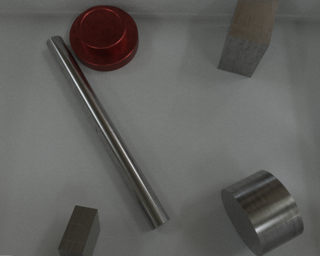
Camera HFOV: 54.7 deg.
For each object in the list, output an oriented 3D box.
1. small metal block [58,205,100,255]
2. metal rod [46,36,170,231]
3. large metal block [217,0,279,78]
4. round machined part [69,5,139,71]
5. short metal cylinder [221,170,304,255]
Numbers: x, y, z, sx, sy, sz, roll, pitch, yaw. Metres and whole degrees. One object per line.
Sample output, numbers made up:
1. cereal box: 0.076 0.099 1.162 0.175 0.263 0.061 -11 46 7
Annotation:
1. small metal block: -0.087 0.122 0.342 0.025 0.050 0.050 10 45 3
2. metal rod: -0.076 -0.005 0.410 0.025 0.025 0.299 -30 73 -11
3. large metal block: 0.120 -0.129 0.429 0.050 0.080 0.080 16 71 5
4. round machined part: -0.081 -0.135 0.444 0.099 0.042 0.098 0 75 -1
5. short metal cylinder: 0.112 0.094 0.347 0.050 0.080 0.080 -25 72 -9
